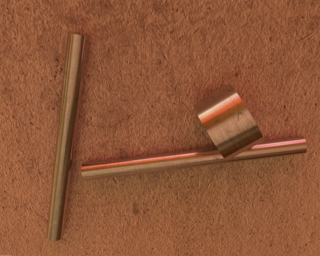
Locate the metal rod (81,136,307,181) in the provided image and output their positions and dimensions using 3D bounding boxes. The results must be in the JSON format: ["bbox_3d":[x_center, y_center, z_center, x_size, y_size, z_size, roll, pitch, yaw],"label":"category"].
[{"bbox_3d":[0.044,0.042,0.425,0.302,0.025,0.025,-7,110,2],"label":"metal rod"}]

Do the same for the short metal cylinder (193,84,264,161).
[{"bbox_3d":[0.083,-0.007,0.379,0.050,0.080,0.080,-31,107,11],"label":"short metal cylinder"}]

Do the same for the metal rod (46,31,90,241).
[{"bbox_3d":[-0.127,0.025,0.417,0.025,0.025,0.298,11,110,-4],"label":"metal rod"}]
